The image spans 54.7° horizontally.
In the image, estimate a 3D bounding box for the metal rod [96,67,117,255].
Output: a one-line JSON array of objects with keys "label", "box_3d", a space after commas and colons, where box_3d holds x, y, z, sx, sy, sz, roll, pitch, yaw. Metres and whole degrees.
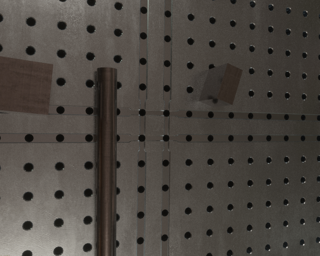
[{"label": "metal rod", "box_3d": [-0.067, 0.075, 0.388, 0.025, 0.025, 0.298, 0, 90, -20]}]

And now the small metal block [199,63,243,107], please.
[{"label": "small metal block", "box_3d": [0.084, -0.058, 0.432, 0.025, 0.050, 0.050, 20, 83, -19]}]

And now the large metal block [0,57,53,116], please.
[{"label": "large metal block", "box_3d": [-0.158, -0.041, 0.325, 0.081, 0.080, 0.050, 6, 88, -20]}]
